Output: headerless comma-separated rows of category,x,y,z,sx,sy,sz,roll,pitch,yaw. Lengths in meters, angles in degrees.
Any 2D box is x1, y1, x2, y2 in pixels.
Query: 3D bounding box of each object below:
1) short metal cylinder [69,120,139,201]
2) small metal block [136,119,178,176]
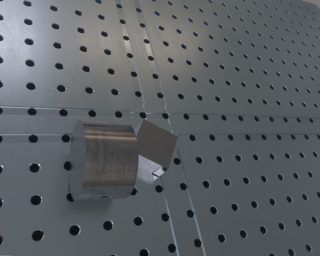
short metal cylinder,-0.061,0.033,0.320,0.050,0.080,0.080,4,60,-26
small metal block,-0.011,0.024,0.387,0.050,0.025,0.050,28,52,-11
